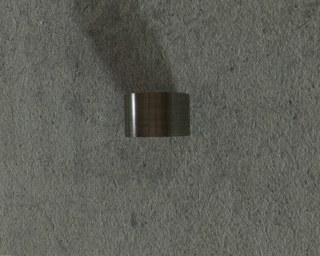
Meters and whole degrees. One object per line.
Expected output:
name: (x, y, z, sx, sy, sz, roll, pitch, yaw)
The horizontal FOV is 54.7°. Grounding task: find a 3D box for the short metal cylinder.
short metal cylinder: (-0.003, -0.015, 0.382, 0.080, 0.080, 0.050, -1, 90, 19)
